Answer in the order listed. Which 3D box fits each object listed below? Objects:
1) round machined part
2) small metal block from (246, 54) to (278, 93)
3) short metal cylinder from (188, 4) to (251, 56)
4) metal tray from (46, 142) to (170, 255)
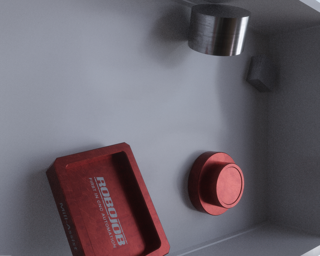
[{"bbox_3d":[0.092,0.086,0.476,0.099,0.042,0.097,0,90,-40],"label":"round machined part"},{"bbox_3d":[0.187,-0.099,0.567,0.050,0.025,0.050,28,73,-37],"label":"small metal block"},{"bbox_3d":[0.081,-0.138,0.432,0.081,0.080,0.050,-26,134,-37],"label":"short metal cylinder"},{"bbox_3d":[-0.054,0.086,0.326,0.091,0.030,0.130,-12,73,-40],"label":"metal tray"}]
